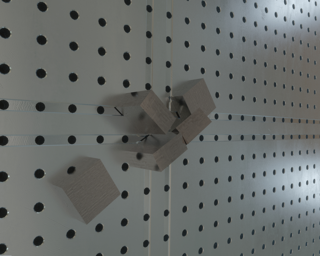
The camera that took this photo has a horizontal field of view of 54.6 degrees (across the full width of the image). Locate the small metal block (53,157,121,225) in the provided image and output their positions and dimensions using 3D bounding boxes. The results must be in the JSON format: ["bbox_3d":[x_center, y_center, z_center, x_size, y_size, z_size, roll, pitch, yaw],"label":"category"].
[{"bbox_3d":[-0.079,0.068,0.342,0.050,0.025,0.050,-39,114,-33],"label":"small metal block"}]

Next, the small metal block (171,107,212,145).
[{"bbox_3d":[0.034,0.005,0.417,0.050,0.050,0.025,-40,88,-32],"label":"small metal block"}]

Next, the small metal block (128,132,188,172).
[{"bbox_3d":[-0.003,0.028,0.390,0.050,0.050,0.025,-37,113,-34],"label":"small metal block"}]

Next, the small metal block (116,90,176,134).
[{"bbox_3d":[-0.017,-0.018,0.377,0.050,0.050,0.025,48,62,-29],"label":"small metal block"}]

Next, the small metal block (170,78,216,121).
[{"bbox_3d":[0.049,-0.037,0.449,0.050,0.025,0.050,-42,115,-32],"label":"small metal block"}]
